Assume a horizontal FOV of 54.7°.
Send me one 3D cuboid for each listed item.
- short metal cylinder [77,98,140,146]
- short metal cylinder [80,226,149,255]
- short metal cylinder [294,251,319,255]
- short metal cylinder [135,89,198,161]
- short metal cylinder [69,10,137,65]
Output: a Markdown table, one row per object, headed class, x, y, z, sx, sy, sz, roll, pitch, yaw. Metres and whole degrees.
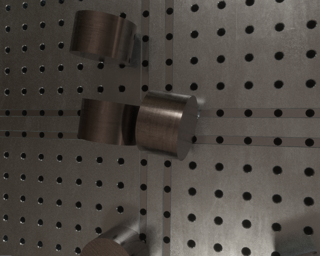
| class | x | y | z | sx | sy | sz | roll | pitch | yaw |
| --- | --- | --- | --- | --- | --- | --- | --- | --- | --- |
| short metal cylinder | -0.064 | -0.009 | 0.405 | 0.080 | 0.080 | 0.050 | 9 | 93 | 19 |
| short metal cylinder | -0.061 | 0.181 | 0.420 | 0.080 | 0.050 | 0.079 | 0 | 90 | 19 |
| short metal cylinder | 0.157 | 0.178 | 0.328 | 0.050 | 0.080 | 0.080 | -23 | 83 | 18 |
| short metal cylinder | 0.010 | -0.004 | 0.379 | 0.050 | 0.080 | 0.079 | 11 | 94 | 19 |
| short metal cylinder | -0.074 | -0.116 | 0.408 | 0.080 | 0.080 | 0.050 | 12 | 94 | 19 |
